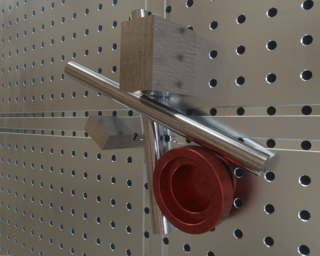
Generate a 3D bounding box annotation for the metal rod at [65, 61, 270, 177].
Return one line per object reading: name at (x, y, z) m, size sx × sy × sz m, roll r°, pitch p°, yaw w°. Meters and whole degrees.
metal rod at (-0.011, -0.024, 0.387) m, size 0.300 × 0.025 × 0.025 m, roll 28°, pitch 108°, yaw 26°

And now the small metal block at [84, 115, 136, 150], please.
small metal block at (-0.073, 0.006, 0.451) m, size 0.050 × 0.050 × 0.025 m, roll 42°, pitch 115°, yaw 32°

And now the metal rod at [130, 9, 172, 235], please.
metal rod at (-0.013, -0.012, 0.418) m, size 0.025 × 0.025 × 0.298 m, roll -10°, pitch 84°, yaw 39°

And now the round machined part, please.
round machined part at (0.041, 0.068, 0.358) m, size 0.098 × 0.042 × 0.097 m, roll 7°, pitch 100°, yaw 41°

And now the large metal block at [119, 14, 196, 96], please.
large metal block at (-0.001, -0.081, 0.372) m, size 0.050 × 0.081 × 0.079 m, roll 3°, pitch 92°, yaw 40°
